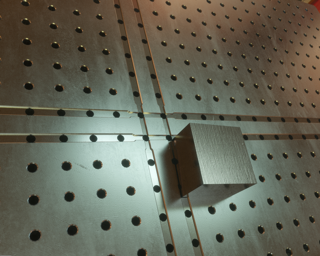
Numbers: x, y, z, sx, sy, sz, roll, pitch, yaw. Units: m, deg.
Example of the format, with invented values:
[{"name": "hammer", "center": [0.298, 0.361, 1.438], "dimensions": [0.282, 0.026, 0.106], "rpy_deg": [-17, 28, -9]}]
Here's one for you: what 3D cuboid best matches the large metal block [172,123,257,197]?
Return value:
[{"name": "large metal block", "center": [0.069, 0.043, 0.405], "dimensions": [0.081, 0.050, 0.080], "rpy_deg": [5, 60, -26]}]
